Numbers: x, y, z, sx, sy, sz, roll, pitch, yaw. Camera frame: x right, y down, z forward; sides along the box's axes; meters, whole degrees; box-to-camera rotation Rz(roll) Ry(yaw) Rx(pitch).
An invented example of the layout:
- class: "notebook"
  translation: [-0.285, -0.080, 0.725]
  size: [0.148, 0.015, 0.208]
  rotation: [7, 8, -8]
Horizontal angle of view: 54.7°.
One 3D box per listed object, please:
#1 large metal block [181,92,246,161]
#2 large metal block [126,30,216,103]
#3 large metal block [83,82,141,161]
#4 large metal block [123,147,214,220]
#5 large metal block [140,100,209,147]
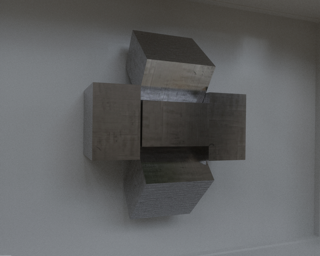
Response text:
- class: "large metal block"
  translation: [0.067, -0.002, 0.405]
  size: [0.050, 0.080, 0.080]
  rotation: [1, 90, -20]
- class: "large metal block"
  translation: [0.009, -0.075, 0.376]
  size: [0.081, 0.080, 0.050]
  rotation: [2, 127, -20]
- class: "large metal block"
  translation: [-0.058, -0.007, 0.359]
  size: [0.050, 0.080, 0.080]
  rotation: [1, 90, -20]
- class: "large metal block"
  translation: [0.007, 0.066, 0.375]
  size: [0.081, 0.079, 0.050]
  rotation: [1, 48, -21]
- class: "large metal block"
  translation: [0.005, -0.005, 0.382]
  size: [0.081, 0.080, 0.050]
  rotation: [1, 90, -20]
